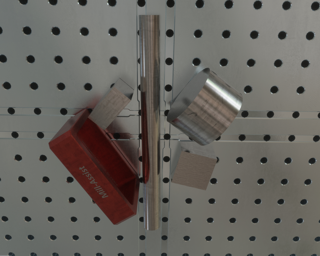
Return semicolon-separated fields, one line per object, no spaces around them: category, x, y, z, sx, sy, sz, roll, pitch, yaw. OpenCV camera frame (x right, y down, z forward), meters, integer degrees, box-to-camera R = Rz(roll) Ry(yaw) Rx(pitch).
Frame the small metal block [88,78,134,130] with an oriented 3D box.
small metal block;-0.060;-0.031;0.387;0.025;0.050;0.050;40;105;-14

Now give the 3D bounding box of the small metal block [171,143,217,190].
small metal block;0.047;0.055;0.435;0.050;0.025;0.050;14;109;-6

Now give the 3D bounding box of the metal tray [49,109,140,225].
metal tray;-0.076;0.047;0.394;0.030;0.090;0.130;-31;108;10

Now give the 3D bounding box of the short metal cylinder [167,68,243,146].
short metal cylinder;0.053;-0.026;0.375;0.050;0.080;0.080;36;106;-13

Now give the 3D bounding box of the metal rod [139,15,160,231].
metal rod;-0.012;0.007;0.415;0.025;0.025;0.298;0;110;0
